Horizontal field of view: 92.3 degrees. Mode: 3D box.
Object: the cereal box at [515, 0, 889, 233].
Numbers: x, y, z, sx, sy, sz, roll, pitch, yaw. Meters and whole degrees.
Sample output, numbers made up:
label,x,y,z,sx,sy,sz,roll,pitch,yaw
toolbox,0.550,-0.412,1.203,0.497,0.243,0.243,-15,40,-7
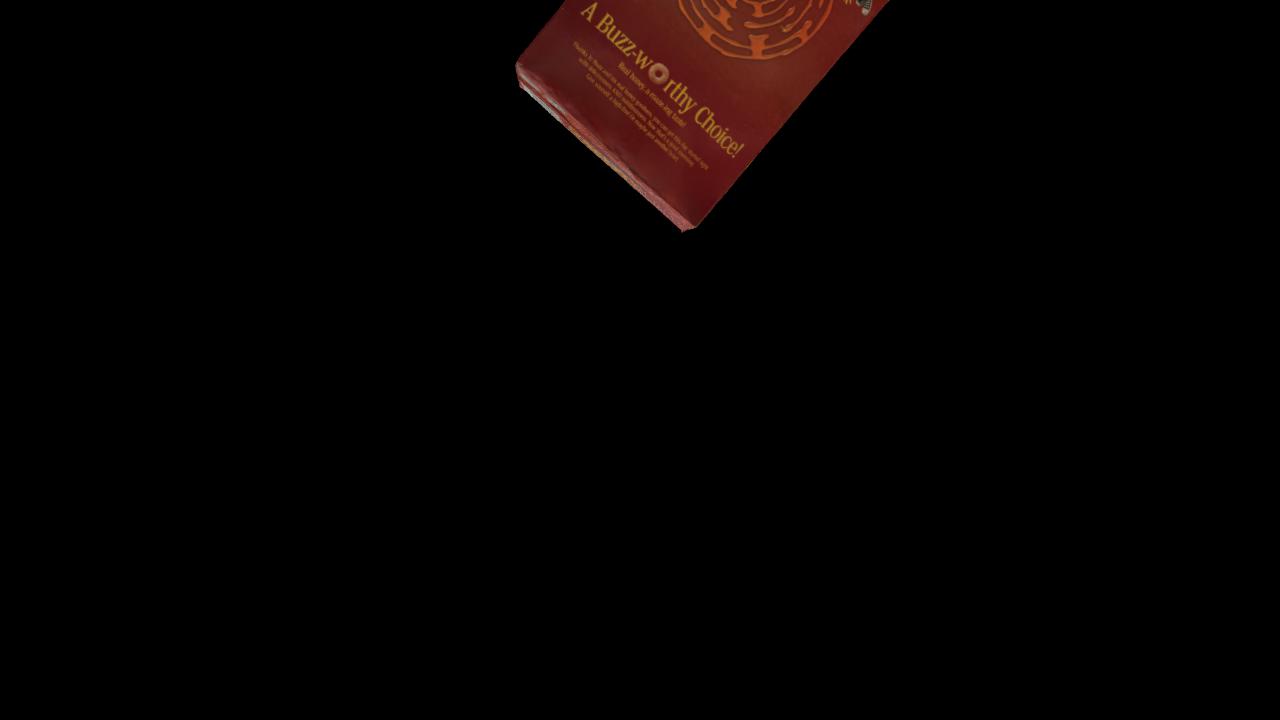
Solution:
label,x,y,z,sx,sy,sz,roll,pitch,yaw
cereal box,0.067,-0.294,0.534,0.203,0.306,0.081,39,3,-10
